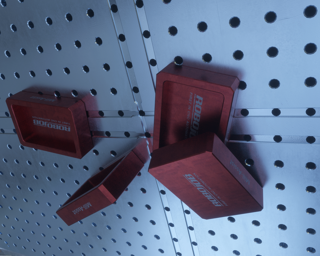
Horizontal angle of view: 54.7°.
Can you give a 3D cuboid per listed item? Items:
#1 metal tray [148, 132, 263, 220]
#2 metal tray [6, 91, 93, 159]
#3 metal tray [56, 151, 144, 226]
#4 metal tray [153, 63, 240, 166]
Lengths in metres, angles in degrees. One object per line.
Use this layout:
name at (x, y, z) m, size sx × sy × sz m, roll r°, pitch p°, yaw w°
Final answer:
metal tray at (0.060, 0.066, 0.388) m, size 0.090 × 0.030 × 0.130 m, roll -22°, pitch 127°, yaw 34°
metal tray at (-0.175, -0.006, 0.494) m, size 0.130 × 0.030 × 0.089 m, roll 9°, pitch 123°, yaw 22°
metal tray at (-0.092, 0.092, 0.472) m, size 0.130 × 0.090 × 0.030 m, roll -34°, pitch 100°, yaw 38°
metal tray at (0.040, -0.006, 0.382) m, size 0.090 × 0.030 × 0.129 m, roll 16°, pitch 125°, yaw 18°
